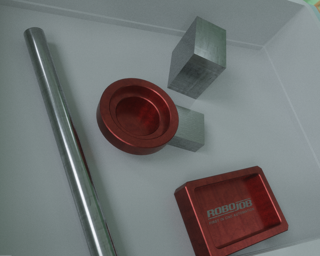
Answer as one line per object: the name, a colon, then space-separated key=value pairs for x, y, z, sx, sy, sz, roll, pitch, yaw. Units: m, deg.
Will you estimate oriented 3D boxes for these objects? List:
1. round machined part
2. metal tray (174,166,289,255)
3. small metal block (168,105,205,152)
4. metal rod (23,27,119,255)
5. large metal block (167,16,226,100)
round machined part: x=-0.030 y=-0.011 z=0.384 sx=0.099 sy=0.042 sz=0.098 roll=12 pitch=57 yaw=-18
metal tray: x=0.091 y=0.103 z=0.390 sx=0.131 sy=0.030 sz=0.090 roll=-6 pitch=65 yaw=-31
small metal block: x=0.033 y=0.000 z=0.425 sx=0.050 sy=0.025 sz=0.050 roll=17 pitch=55 yaw=-19
metal rod: x=-0.103 y=0.011 z=0.344 sx=0.025 sy=0.025 sz=0.299 roll=-11 pitch=67 yaw=-33
large metal block: x=0.055 y=-0.103 z=0.465 sx=0.050 sy=0.080 sz=0.080 roll=20 pitch=54 yaw=-17
